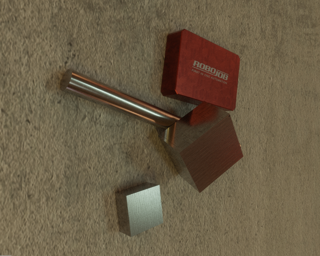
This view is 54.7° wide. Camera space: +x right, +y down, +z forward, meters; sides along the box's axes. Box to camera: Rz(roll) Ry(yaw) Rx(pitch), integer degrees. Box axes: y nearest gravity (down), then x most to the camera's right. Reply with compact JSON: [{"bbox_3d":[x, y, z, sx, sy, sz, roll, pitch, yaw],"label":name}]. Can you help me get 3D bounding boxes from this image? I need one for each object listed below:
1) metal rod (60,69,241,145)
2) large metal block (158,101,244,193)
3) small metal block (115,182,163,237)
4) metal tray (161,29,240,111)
[{"bbox_3d":[0.012,-0.008,0.417,0.302,0.025,0.025,21,77,-38],"label":"metal rod"},{"bbox_3d":[0.056,0.025,0.412,0.080,0.050,0.080,-37,128,-13],"label":"large metal block"},{"bbox_3d":[-0.025,0.100,0.386,0.050,0.025,0.050,-10,97,-40],"label":"small metal block"},{"bbox_3d":[0.064,-0.080,0.458,0.131,0.030,0.090,11,83,-40],"label":"metal tray"}]
